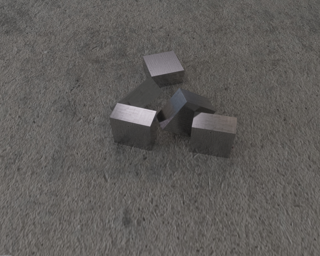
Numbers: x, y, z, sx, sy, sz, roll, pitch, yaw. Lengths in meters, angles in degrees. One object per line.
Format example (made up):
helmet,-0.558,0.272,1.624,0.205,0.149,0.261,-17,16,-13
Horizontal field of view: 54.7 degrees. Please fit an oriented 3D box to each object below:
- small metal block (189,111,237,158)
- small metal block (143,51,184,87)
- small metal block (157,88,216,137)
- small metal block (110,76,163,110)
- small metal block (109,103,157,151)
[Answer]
small metal block,0.064,0.009,0.379,0.050,0.050,0.025,9,51,7
small metal block,0.005,-0.091,0.479,0.050,0.025,0.050,-13,51,-11
small metal block,0.032,-0.018,0.389,0.050,0.050,0.025,14,39,-38
small metal block,-0.032,-0.038,0.415,0.025,0.050,0.050,51,59,-10
small metal block,-0.032,-0.001,0.387,0.050,0.050,0.025,13,52,10
